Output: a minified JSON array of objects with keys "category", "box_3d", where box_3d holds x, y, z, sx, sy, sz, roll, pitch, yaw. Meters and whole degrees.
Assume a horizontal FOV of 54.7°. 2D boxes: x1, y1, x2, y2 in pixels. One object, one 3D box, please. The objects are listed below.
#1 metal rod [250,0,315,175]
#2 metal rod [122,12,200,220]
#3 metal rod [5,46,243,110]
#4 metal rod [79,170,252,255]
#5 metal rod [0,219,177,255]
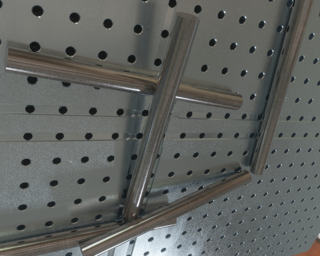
[{"category":"metal rod","box_3d":[0.183,-0.051,0.482,0.025,0.025,0.298,-10,123,-23]},{"category":"metal rod","box_3d":[-0.008,0.009,0.389,0.025,0.025,0.298,-3,127,-28]},{"category":"metal rod","box_3d":[-0.017,-0.052,0.371,0.302,0.025,0.025,6,116,-32]},{"category":"metal rod","box_3d":[0.024,0.128,0.487,0.302,0.025,0.025,-18,126,-25]},{"category":"metal rod","box_3d":[-0.112,0.157,0.448,0.303,0.025,0.025,-3,120,-28]}]
